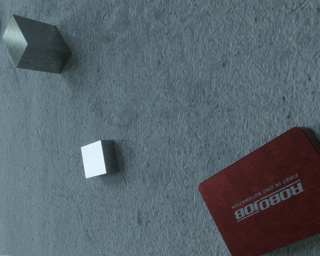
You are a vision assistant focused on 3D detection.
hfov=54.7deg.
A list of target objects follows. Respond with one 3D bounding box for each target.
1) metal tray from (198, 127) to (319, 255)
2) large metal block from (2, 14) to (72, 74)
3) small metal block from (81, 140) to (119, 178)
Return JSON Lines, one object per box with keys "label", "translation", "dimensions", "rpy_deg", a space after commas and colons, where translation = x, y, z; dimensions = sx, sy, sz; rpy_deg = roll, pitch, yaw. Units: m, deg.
{"label": "metal tray", "translation": [0.111, 0.068, 0.310], "dimensions": [0.129, 0.030, 0.090], "rpy_deg": [-39, 66, 33]}
{"label": "large metal block", "translation": [-0.218, -0.146, 0.549], "dimensions": [0.050, 0.081, 0.080], "rpy_deg": [-49, 61, 29]}
{"label": "small metal block", "translation": [-0.094, 0.049, 0.483], "dimensions": [0.050, 0.025, 0.050], "rpy_deg": [-19, 78, 38]}
